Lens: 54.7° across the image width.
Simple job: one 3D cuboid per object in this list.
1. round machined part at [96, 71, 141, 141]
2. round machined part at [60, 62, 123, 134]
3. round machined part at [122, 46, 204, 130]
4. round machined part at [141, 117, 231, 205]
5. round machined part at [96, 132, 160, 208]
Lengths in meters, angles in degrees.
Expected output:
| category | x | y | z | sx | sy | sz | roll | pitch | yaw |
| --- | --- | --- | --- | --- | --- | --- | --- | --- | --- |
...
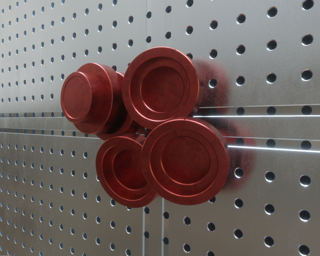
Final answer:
| category | x | y | z | sx | sy | sz | roll | pitch | yaw |
| --- | --- | --- | --- | --- | --- | --- | --- | --- | --- |
| round machined part | -0.057 | -0.030 | 0.442 | 0.098 | 0.042 | 0.097 | 0 | 90 | 39 |
| round machined part | -0.098 | -0.040 | 0.422 | 0.098 | 0.042 | 0.097 | 0 | 90 | 39 |
| round machined part | 0.006 | -0.046 | 0.379 | 0.098 | 0.042 | 0.097 | 1 | 91 | 23 |
| round machined part | 0.031 | 0.035 | 0.355 | 0.098 | 0.042 | 0.097 | 3 | 101 | 18 |
| round machined part | -0.034 | 0.052 | 0.413 | 0.098 | 0.042 | 0.097 | 8 | 108 | 27 |
